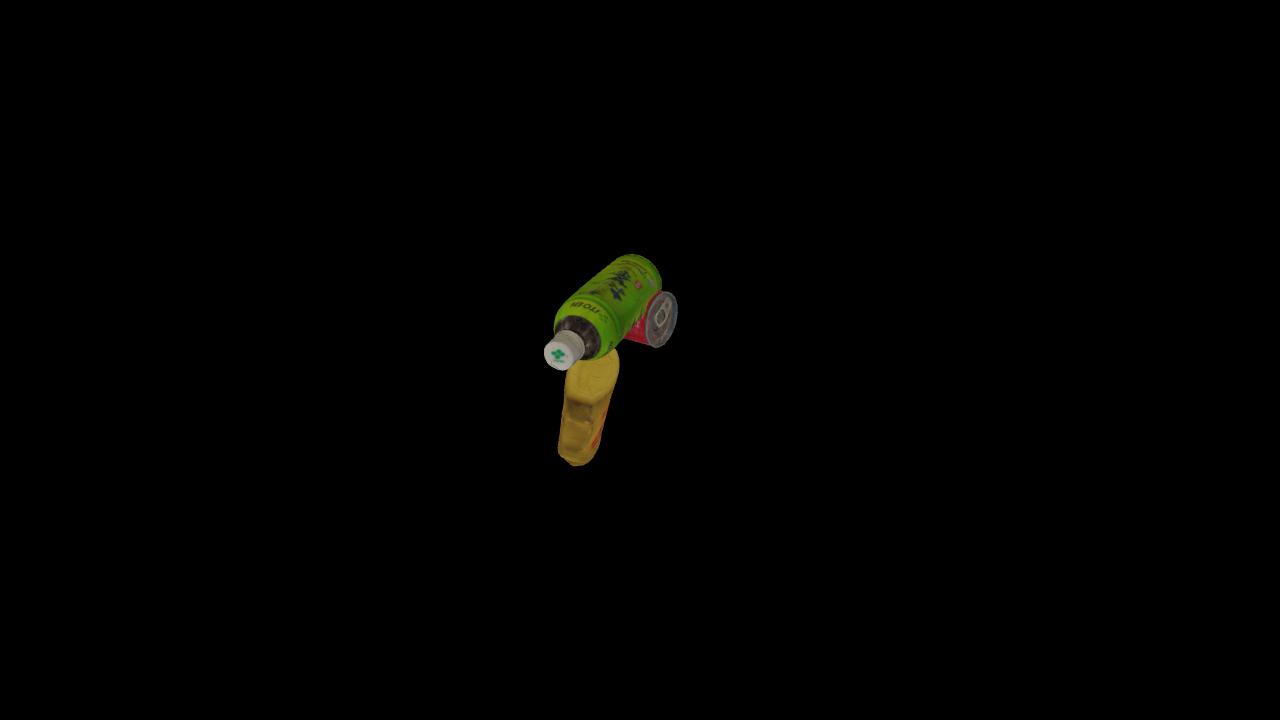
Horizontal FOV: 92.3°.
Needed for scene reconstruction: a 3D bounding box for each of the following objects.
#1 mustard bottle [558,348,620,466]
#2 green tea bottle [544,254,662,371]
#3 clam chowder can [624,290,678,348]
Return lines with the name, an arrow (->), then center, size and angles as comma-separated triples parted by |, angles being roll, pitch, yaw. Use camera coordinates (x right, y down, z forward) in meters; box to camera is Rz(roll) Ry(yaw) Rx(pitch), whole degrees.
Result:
mustard bottle -> -0.066, 0.070, 0.722 | 0.054, 0.092, 0.184 | 14, -43, -1
green tea bottle -> -0.040, -0.049, 0.652 | 0.073, 0.073, 0.212 | 0, 28, 24
clam chowder can -> -0.015, -0.059, 0.744 | 0.102, 0.068, 0.068 | 17, 9, 31
